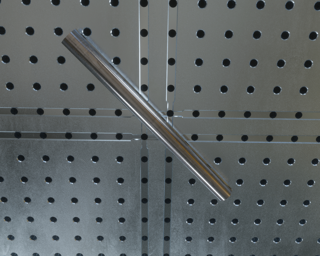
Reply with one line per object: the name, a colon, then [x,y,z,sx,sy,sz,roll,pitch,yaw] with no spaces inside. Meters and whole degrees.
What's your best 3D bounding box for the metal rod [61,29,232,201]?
metal rod: [-0.007,-0.008,0.411,0.025,0.025,0.300,-41,105,13]
